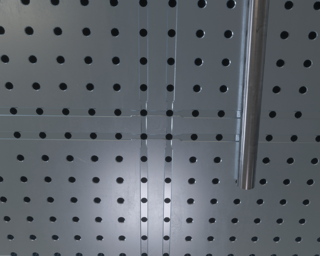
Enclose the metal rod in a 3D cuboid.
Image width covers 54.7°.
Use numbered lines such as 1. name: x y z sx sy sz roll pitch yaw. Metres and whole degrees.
1. metal rod: 0.118 -0.058 0.392 0.025 0.025 0.298 -2 110 1
